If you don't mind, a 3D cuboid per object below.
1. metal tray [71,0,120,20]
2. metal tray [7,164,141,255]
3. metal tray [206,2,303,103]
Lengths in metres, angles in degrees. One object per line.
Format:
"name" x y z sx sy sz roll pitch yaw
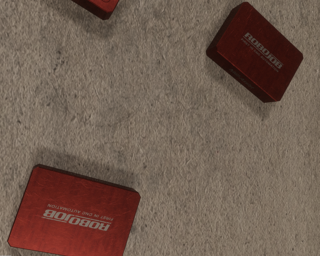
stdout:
"metal tray" -0.073 -0.213 0.379 0.090 0.030 0.130 29 80 -18
"metal tray" -0.099 0.104 0.371 0.131 0.030 0.090 19 84 -20
"metal tray" 0.143 -0.109 0.461 0.130 0.030 0.090 35 79 -17
